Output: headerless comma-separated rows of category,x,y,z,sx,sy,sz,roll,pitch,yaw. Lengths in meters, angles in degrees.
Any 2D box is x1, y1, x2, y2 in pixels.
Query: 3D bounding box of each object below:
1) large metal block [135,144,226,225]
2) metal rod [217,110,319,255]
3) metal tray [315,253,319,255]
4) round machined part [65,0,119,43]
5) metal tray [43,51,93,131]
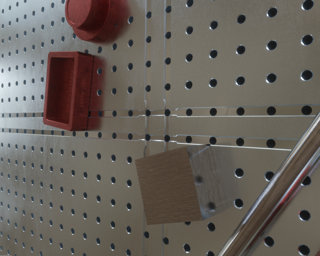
large metal block,0.023,0.068,0.373,0.080,0.050,0.080,-19,78,38
metal rod,0.130,0.041,0.300,0.025,0.025,0.298,40,114,32
metal tray,0.172,0.185,0.263,0.090,0.030,0.129,8,95,39
round machined part,-0.113,-0.188,0.489,0.098,0.042,0.097,0,90,39
metal tray,-0.160,-0.064,0.535,0.090,0.030,0.129,11,97,39
